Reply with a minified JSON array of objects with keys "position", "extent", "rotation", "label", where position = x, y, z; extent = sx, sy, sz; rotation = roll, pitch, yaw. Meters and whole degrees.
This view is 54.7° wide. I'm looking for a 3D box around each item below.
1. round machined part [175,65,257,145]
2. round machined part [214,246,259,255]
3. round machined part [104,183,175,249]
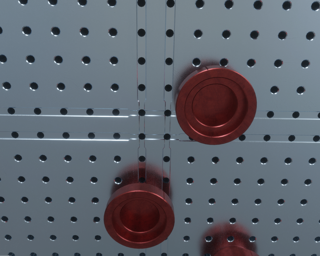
[{"position":[0.068,-0.031,0.394],"extent":[0.099,0.042,0.097],"rotation":[0,110,-1],"label":"round machined part"},{"position":[0.118,0.228,0.490],"extent":[0.099,0.042,0.097],"rotation":[0,110,-1],"label":"round machined part"},{"position":[-0.029,0.122,0.449],"extent":[0.099,0.042,0.097],"rotation":[0,110,-1],"label":"round machined part"}]
